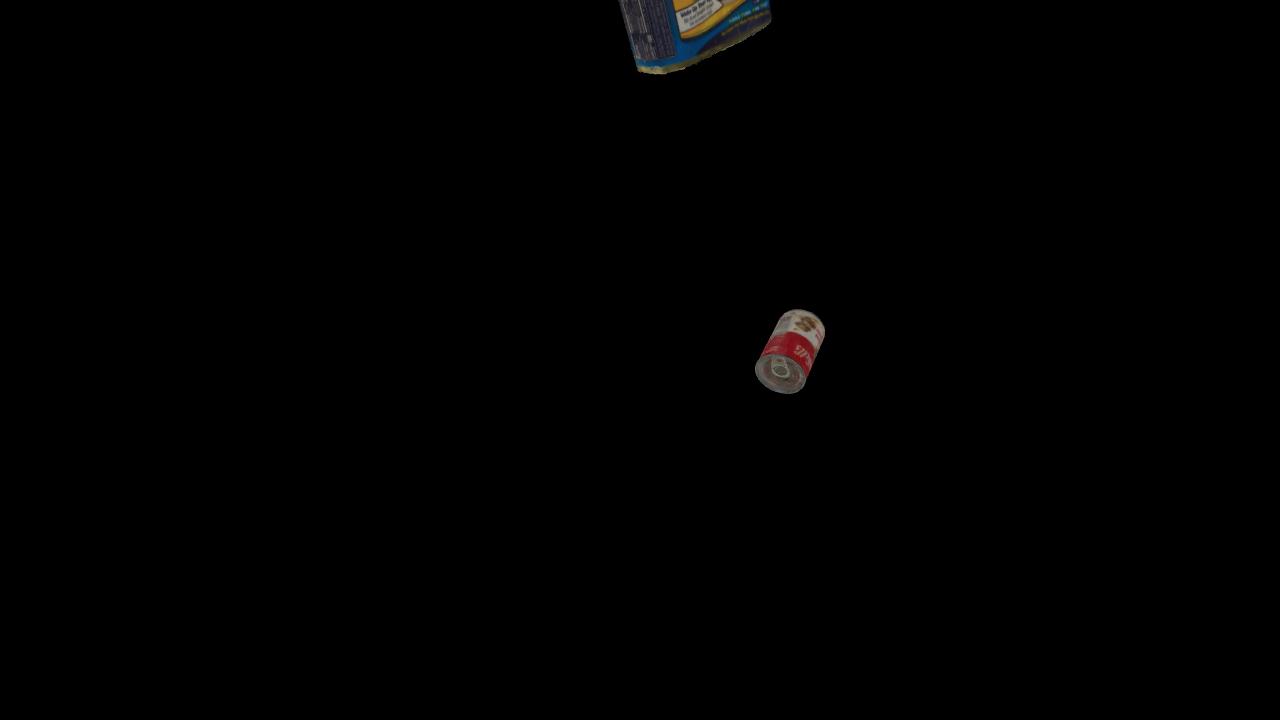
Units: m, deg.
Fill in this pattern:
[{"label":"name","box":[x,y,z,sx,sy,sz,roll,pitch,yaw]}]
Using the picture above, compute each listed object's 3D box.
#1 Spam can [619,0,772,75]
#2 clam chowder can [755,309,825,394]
[{"label":"Spam can","box":[0.033,-0.243,0.392,0.101,0.085,0.058,-35,38,-19]},{"label":"clam chowder can","box":[0.203,-0.013,0.826,0.068,0.068,0.102,0,40,35]}]
